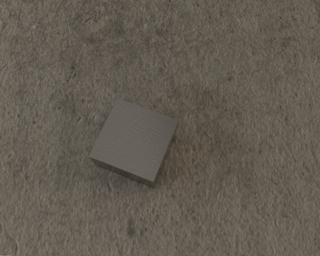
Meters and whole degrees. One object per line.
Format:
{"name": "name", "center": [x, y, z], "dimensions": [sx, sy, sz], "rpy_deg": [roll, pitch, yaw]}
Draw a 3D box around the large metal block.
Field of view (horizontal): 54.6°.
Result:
{"name": "large metal block", "center": [-0.030, 0.020, 0.387], "dimensions": [0.080, 0.050, 0.080], "rpy_deg": [20, 71, 7]}
